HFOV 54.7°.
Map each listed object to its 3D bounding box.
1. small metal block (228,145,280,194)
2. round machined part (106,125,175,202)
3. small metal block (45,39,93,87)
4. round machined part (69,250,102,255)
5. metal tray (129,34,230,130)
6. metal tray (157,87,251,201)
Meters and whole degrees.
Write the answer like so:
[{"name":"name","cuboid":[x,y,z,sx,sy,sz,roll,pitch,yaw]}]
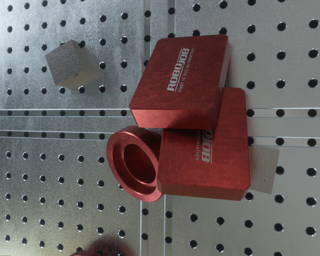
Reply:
[{"name":"small metal block","cuboid":[0.113,0.047,0.373,0.050,0.025,0.050,11,94,19]},{"name":"round machined part","cuboid":[-0.019,0.041,0.395,0.098,0.042,0.097,22,126,33]},{"name":"small metal block","cuboid":[-0.136,-0.095,0.461,0.050,0.025,0.050,-24,82,18]},{"name":"round machined part","cuboid":[-0.100,0.222,0.439,0.098,0.042,0.097,0,90,20]},{"name":"metal tray","cuboid":[0.028,-0.057,0.358,0.090,0.030,0.130,2,49,20]},{"name":"metal tray","cuboid":[0.049,0.011,0.345,0.090,0.030,0.130,4,56,5]}]
